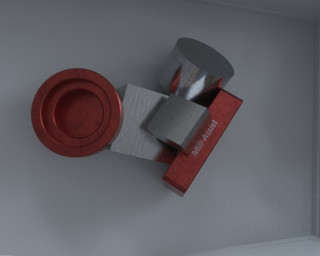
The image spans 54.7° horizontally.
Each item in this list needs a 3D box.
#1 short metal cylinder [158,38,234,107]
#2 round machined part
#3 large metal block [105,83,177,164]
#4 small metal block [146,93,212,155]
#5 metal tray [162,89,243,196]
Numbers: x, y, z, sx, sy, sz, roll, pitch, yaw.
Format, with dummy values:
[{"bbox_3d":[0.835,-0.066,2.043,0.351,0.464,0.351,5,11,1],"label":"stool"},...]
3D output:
[{"bbox_3d":[0.045,-0.069,0.391,0.081,0.080,0.050,17,129,-20],"label":"short metal cylinder"},{"bbox_3d":[-0.090,-0.015,0.355,0.099,0.042,0.097,0,85,2],"label":"round machined part"},{"bbox_3d":[-0.019,-0.003,0.390,0.081,0.050,0.080,16,85,-20],"label":"large metal block"},{"bbox_3d":[0.022,-0.005,0.350,0.050,0.050,0.025,-54,145,-12],"label":"small metal block"},{"bbox_3d":[0.052,0.023,0.393,0.030,0.090,0.130,32,78,10],"label":"metal tray"}]
